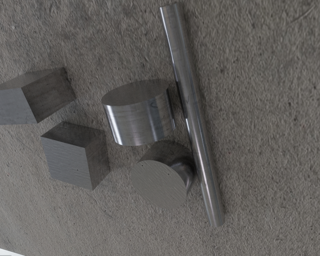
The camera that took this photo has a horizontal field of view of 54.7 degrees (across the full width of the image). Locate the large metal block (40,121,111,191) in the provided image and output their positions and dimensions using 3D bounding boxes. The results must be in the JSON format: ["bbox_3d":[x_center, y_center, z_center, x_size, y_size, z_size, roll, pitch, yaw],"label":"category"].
[{"bbox_3d":[-0.130,0.042,0.485,0.080,0.050,0.079,12,124,21],"label":"large metal block"}]

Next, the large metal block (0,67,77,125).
[{"bbox_3d":[-0.182,-0.046,0.439,0.080,0.080,0.050,-1,118,29],"label":"large metal block"}]

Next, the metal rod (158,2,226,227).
[{"bbox_3d":[0.046,0.003,0.384,0.025,0.025,0.298,-1,118,28],"label":"metal rod"}]

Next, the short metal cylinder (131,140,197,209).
[{"bbox_3d":[0.008,0.063,0.426,0.080,0.050,0.079,13,124,21],"label":"short metal cylinder"}]

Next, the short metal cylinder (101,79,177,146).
[{"bbox_3d":[-0.024,-0.021,0.371,0.080,0.080,0.050,1,119,28],"label":"short metal cylinder"}]
